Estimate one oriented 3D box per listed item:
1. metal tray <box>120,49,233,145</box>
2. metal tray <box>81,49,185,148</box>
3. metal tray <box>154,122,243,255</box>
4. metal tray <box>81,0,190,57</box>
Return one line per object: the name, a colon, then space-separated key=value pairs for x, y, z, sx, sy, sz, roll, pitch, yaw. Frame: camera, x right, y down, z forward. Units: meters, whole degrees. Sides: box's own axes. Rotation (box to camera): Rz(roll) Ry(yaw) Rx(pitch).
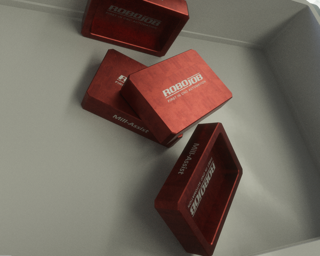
metal tray: x=0.026 y=-0.046 z=0.405 sx=0.131 sy=0.030 sz=0.090 roll=-32 pitch=80 yaw=-38
metal tray: x=-0.026 y=-0.040 z=0.413 sx=0.131 sy=0.030 sz=0.090 roll=25 pitch=53 yaw=-13
metal tray: x=0.052 y=0.067 z=0.360 sx=0.090 sy=0.030 sz=0.130 roll=60 pitch=45 yaw=-28
metal tray: x=-0.036 y=-0.155 z=0.438 sx=0.131 sy=0.090 sz=0.030 roll=10 pitch=58 yaw=-23
